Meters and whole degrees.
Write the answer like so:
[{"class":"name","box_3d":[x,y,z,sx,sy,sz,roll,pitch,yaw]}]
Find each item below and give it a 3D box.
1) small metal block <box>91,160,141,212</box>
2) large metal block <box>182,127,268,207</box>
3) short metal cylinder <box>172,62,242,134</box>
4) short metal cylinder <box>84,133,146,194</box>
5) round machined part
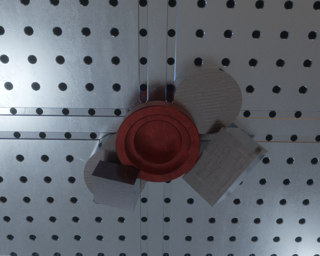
[{"class":"small metal block","box_3d":[-0.052,0.070,0.372,0.050,0.025,0.050,12,130,8]},{"class":"large metal block","box_3d":[0.085,0.046,0.395,0.050,0.080,0.080,43,108,21]},{"class":"short metal cylinder","box_3d":[0.056,-0.038,0.386,0.081,0.050,0.079,0,110,0]},{"class":"short metal cylinder","box_3d":[-0.057,0.053,0.419,0.081,0.050,0.079,0,110,0]},{"class":"round machined part","box_3d":[-0.002,0.013,0.378,0.099,0.042,0.097,0,110,0]}]
